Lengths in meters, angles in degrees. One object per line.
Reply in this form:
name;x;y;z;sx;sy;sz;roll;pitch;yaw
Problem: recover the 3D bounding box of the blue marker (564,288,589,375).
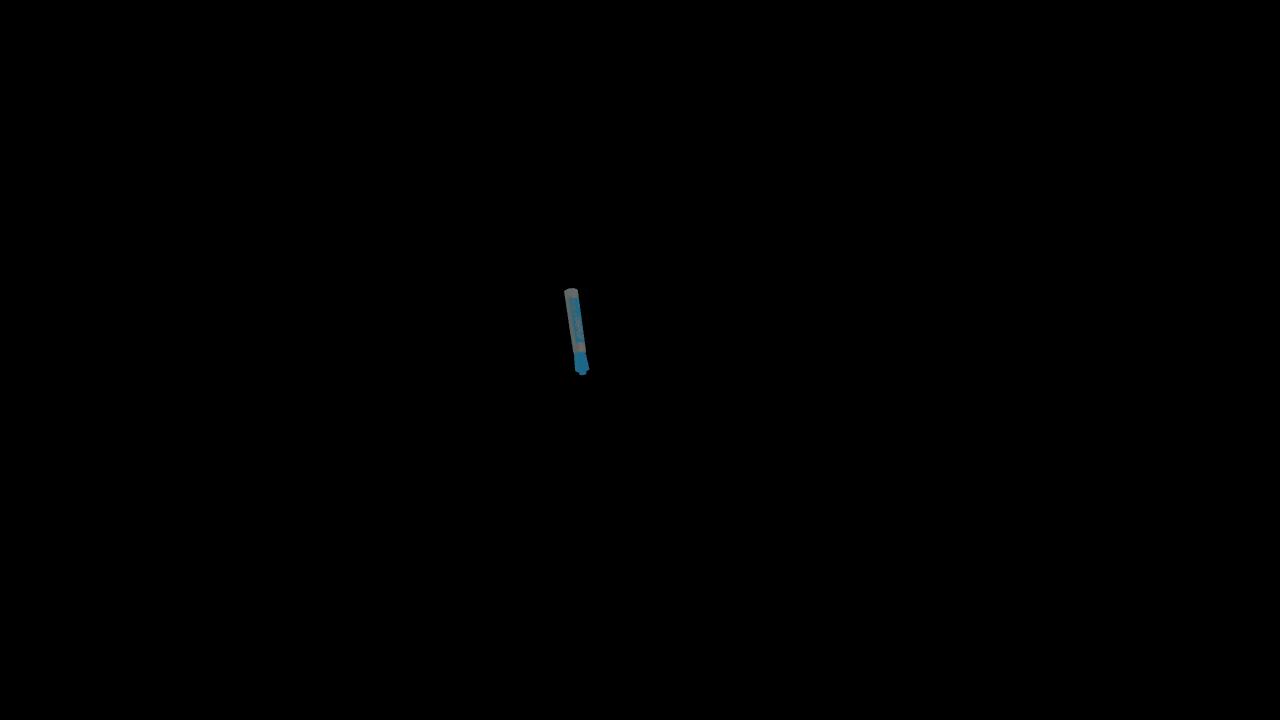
blue marker;-0.084;-0.038;0.819;0.020;0.121;0.020;-9;-18;-3
